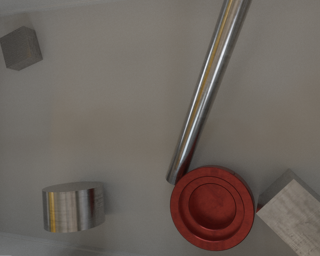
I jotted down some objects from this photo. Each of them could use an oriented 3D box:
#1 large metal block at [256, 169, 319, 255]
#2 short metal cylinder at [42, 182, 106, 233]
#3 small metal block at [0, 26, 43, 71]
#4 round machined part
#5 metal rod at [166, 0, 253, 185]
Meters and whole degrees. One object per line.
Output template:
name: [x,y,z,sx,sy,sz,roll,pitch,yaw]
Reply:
large metal block: [0.152,0.093,0.328,0.080,0.080,0.050,45,104,14]
short metal cylinder: [-0.116,0.104,0.421,0.080,0.080,0.050,-4,89,19]
small metal block: [-0.218,-0.124,0.485,0.050,0.025,0.050,-18,84,18]
round machined part: [0.065,0.094,0.378,0.098,0.042,0.097,0,90,19]
metal rod: [0.055,-0.056,0.328,0.025,0.025,0.298,27,123,17]
